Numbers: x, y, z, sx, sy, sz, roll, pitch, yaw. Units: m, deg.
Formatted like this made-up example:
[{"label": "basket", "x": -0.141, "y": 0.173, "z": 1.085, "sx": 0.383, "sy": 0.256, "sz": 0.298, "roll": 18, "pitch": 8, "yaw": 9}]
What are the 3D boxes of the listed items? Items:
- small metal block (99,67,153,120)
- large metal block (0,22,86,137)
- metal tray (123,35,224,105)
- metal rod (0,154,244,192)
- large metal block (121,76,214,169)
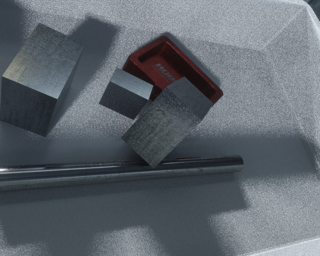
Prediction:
[{"label": "small metal block", "x": -0.044, "y": -0.042, "z": 0.393, "sx": 0.050, "sy": 0.050, "sz": 0.025, "roll": 25, "pitch": 53, "yaw": -13}, {"label": "large metal block", "x": -0.126, "y": -0.049, "z": 0.333, "sx": 0.050, "sy": 0.080, "sz": 0.080, "roll": 24, "pitch": 53, "yaw": -15}, {"label": "metal tray", "x": 0.021, "y": -0.069, "z": 0.457, "sx": 0.130, "sy": 0.030, "sz": 0.090, "roll": 45, "pitch": 51, "yaw": 3}, {"label": "metal rod", "x": -0.024, "y": 0.049, "z": 0.363, "sx": 0.303, "sy": 0.025, "sz": 0.025, "roll": 0, "pitch": 62, "yaw": -29}, {"label": "large metal block", "x": 0.012, "y": -0.010, "z": 0.367, "sx": 0.050, "sy": 0.080, "sz": 0.080, "roll": 44, "pitch": 24, "yaw": 1}]
